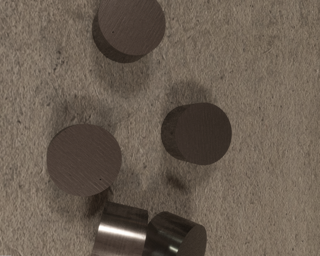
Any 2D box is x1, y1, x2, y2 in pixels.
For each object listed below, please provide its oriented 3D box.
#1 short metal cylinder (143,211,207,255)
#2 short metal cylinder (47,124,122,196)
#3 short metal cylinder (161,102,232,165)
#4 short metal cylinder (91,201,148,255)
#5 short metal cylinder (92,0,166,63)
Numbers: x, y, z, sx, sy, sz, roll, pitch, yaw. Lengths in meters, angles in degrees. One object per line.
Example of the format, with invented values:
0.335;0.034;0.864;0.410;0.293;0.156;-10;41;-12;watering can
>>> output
0.016;0.150;0.383;0.081;0.050;0.079;-22;117;-50;short metal cylinder
-0.090;0.035;0.363;0.081;0.050;0.079;0;90;-21;short metal cylinder
0.048;0.007;0.415;0.081;0.050;0.079;0;90;-21;short metal cylinder
-0.049;0.130;0.358;0.050;0.080;0.080;15;85;-7;short metal cylinder
-0.040;-0.124;0.382;0.081;0.050;0.079;0;90;-21;short metal cylinder
